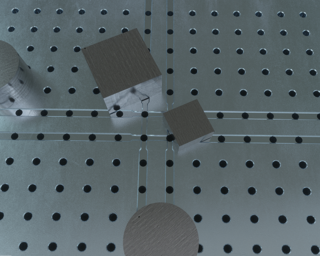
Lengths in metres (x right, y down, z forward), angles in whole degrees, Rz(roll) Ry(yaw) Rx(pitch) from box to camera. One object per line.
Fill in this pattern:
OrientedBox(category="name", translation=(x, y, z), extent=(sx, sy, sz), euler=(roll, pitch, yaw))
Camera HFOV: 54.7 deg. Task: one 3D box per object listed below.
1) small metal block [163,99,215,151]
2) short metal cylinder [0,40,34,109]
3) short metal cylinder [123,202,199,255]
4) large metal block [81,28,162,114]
OrientedBox(category="small metal block", translation=(0.037, -0.004, 0.413), extent=(0.050, 0.025, 0.050), euler=(-23, 72, -8))
OrientedBox(category="short metal cylinder", translation=(-0.223, -0.073, 0.423), extent=(0.081, 0.050, 0.080), euler=(0, 70, 0))
OrientedBox(category="short metal cylinder", translation=(0.001, 0.128, 0.352), extent=(0.081, 0.050, 0.080), euler=(0, 70, 0))
OrientedBox(category="large metal block", translation=(-0.051, -0.078, 0.427), extent=(0.080, 0.050, 0.080), euler=(-24, 72, -9))
